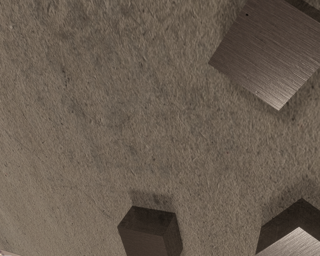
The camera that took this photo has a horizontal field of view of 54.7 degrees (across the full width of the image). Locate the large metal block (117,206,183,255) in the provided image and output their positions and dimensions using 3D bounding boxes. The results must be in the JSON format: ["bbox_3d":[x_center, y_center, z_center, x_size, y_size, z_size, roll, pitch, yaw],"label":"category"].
[{"bbox_3d":[-0.014,0.180,0.508,0.080,0.050,0.079,2,120,27],"label":"large metal block"}]

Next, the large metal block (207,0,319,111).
[{"bbox_3d":[0.105,-0.077,0.287,0.080,0.050,0.079,35,129,4],"label":"large metal block"}]

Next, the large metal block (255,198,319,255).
[{"bbox_3d":[0.181,0.148,0.386,0.080,0.050,0.079,36,129,4],"label":"large metal block"}]
